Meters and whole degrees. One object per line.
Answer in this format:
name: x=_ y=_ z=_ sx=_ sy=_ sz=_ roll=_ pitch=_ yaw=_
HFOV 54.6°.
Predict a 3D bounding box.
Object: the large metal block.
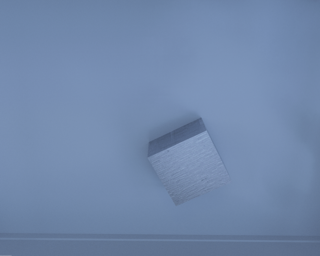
large metal block: x=0.039 y=0.045 z=0.415 sx=0.080 sy=0.050 sz=0.080 roll=-26 pitch=108 yaw=9
